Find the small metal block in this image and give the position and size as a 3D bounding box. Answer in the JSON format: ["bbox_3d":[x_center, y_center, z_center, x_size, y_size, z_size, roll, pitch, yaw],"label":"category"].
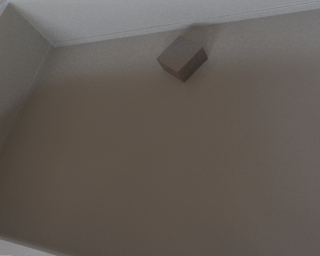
[{"bbox_3d":[0.032,-0.101,0.450,0.050,0.025,0.050,-46,51,-4],"label":"small metal block"}]
